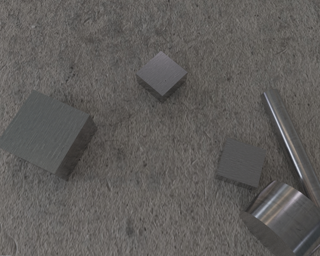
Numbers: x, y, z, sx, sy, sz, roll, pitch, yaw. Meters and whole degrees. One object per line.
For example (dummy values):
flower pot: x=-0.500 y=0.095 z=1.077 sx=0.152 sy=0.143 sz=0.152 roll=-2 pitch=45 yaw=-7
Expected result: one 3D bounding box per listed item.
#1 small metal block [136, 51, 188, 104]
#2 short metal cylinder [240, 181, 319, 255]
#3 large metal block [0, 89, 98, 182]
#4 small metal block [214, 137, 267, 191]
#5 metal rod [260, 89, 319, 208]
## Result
small metal block: x=0.002 y=-0.071 z=0.434 sx=0.050 sy=0.025 sz=0.050 roll=42 pitch=75 yaw=13
short metal cylinder: x=0.136 y=0.105 z=0.342 sx=0.050 sy=0.080 sz=0.080 roll=-41 pitch=75 yaw=-13
large metal block: x=-0.138 y=0.010 z=0.390 sx=0.080 sy=0.050 sz=0.080 roll=24 pitch=72 yaw=8
small metal block: x=0.101 y=0.046 z=0.392 sx=0.050 sy=0.025 sz=0.050 roll=18 pitch=71 yaw=6
metal rod: x=0.191 y=0.087 z=0.377 sx=0.025 sy=0.025 sz=0.299 roll=-15 pitch=71 yaw=-5
